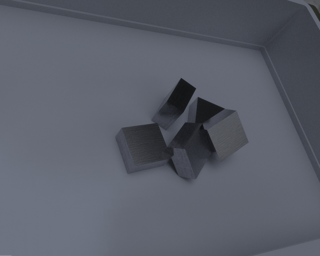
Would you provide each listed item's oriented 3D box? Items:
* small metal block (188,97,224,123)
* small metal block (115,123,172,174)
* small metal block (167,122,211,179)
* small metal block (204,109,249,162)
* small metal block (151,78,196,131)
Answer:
[{"bbox_3d":[0.069,-0.010,0.451,0.050,0.025,0.050,22,53,-16],"label":"small metal block"},{"bbox_3d":[-0.021,0.024,0.381,0.050,0.025,0.050,-8,66,-32],"label":"small metal block"},{"bbox_3d":[0.039,0.028,0.394,0.050,0.025,0.050,-52,133,-39],"label":"small metal block"},{"bbox_3d":[0.085,0.009,0.416,0.050,0.025,0.050,-32,111,-17],"label":"small metal block"},{"bbox_3d":[0.018,-0.032,0.421,0.025,0.050,0.050,35,51,-6],"label":"small metal block"}]
